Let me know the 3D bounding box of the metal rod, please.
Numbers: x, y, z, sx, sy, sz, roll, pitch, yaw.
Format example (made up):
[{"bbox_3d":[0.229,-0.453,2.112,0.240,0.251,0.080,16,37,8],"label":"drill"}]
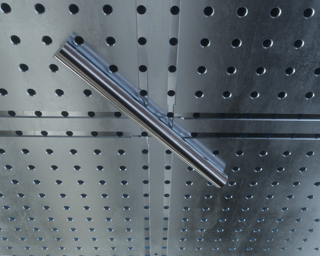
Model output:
[{"bbox_3d":[-0.007,-0.002,0.410,0.025,0.025,0.301,-35,122,26],"label":"metal rod"}]
